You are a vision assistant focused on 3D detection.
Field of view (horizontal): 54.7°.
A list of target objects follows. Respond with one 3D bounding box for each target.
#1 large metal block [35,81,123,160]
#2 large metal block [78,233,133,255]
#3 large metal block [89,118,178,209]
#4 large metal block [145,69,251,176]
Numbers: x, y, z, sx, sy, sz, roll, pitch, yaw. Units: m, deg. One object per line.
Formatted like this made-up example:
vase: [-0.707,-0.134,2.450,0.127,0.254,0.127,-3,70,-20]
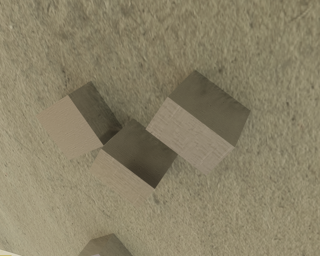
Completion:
large metal block: [-0.115,-0.009,0.444,0.080,0.050,0.080,-23,107,36]
large metal block: [-0.103,0.260,0.603,0.080,0.050,0.080,-29,103,37]
large metal block: [-0.033,0.045,0.415,0.080,0.080,0.050,37,129,3]
large metal block: [0.044,-0.009,0.341,0.080,0.080,0.050,38,129,2]
